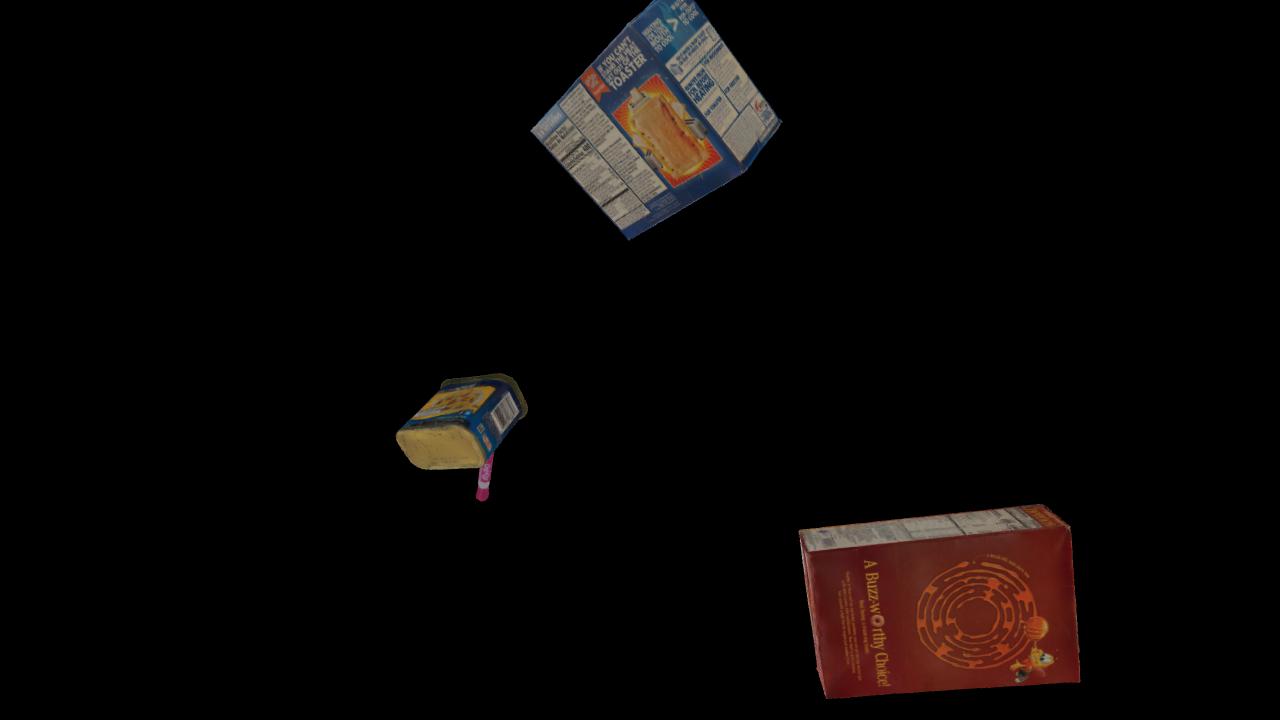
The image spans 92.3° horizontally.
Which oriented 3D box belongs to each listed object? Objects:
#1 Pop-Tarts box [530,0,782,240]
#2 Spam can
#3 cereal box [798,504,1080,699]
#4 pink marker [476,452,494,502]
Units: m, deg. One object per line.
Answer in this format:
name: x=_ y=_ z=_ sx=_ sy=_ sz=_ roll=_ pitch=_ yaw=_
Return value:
Pop-Tarts box: x=0.010 y=-0.207 z=0.545 sx=0.141 sy=0.083 sz=0.167 roll=45 pitch=-32 yaw=-19
Spam can: x=-0.178 y=0.063 z=0.617 sx=0.101 sy=0.058 sz=0.085 roll=-7 pitch=29 yaw=26
cereal box: x=0.368 y=0.302 z=0.769 sx=0.306 sy=0.203 sz=0.081 roll=-9 pitch=8 yaw=7
pink marker: x=-0.228 y=0.161 z=0.908 sx=0.020 sy=0.121 sz=0.020 roll=11 pitch=28 yaw=-6
